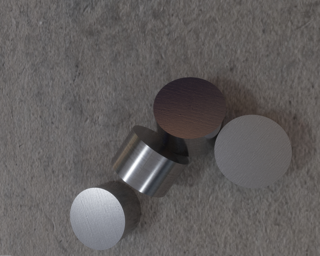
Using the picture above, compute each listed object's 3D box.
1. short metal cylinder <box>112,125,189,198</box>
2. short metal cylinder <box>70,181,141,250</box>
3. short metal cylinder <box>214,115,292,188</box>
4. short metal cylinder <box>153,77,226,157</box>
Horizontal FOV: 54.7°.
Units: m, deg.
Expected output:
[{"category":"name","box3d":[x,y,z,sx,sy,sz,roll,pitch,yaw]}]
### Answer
[{"category":"short metal cylinder","box3d":[-0.012,0.040,0.383,0.080,0.080,0.050,37,103,16]},{"category":"short metal cylinder","box3d":[-0.073,0.116,0.420,0.080,0.050,0.079,0,90,19]},{"category":"short metal cylinder","box3d":[0.107,0.025,0.358,0.080,0.050,0.079,0,90,19]},{"category":"short metal cylinder","box3d":[0.035,-0.013,0.365,0.080,0.050,0.080,-2,62,4]}]
